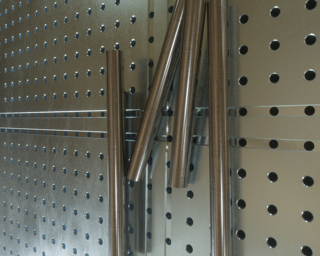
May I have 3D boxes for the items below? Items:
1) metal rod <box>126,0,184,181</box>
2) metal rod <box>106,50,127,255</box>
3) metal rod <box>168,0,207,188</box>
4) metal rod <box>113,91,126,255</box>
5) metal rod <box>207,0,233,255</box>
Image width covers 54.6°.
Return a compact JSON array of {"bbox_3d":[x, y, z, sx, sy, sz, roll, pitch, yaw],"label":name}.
[{"bbox_3d":[0.005,-0.069,0.405,0.025,0.025,0.298,27,107,37],"label":"metal rod"},{"bbox_3d":[-0.061,0.042,0.437,0.025,0.025,0.298,0,90,40],"label":"metal rod"},{"bbox_3d":[0.035,-0.075,0.367,0.025,0.025,0.298,13,102,39],"label":"metal rod"},{"bbox_3d":[-0.064,0.095,0.463,0.025,0.025,0.298,1,90,40],"label":"metal rod"},{"bbox_3d":[0.068,0.006,0.353,0.025,0.025,0.298,-1,89,40],"label":"metal rod"}]
